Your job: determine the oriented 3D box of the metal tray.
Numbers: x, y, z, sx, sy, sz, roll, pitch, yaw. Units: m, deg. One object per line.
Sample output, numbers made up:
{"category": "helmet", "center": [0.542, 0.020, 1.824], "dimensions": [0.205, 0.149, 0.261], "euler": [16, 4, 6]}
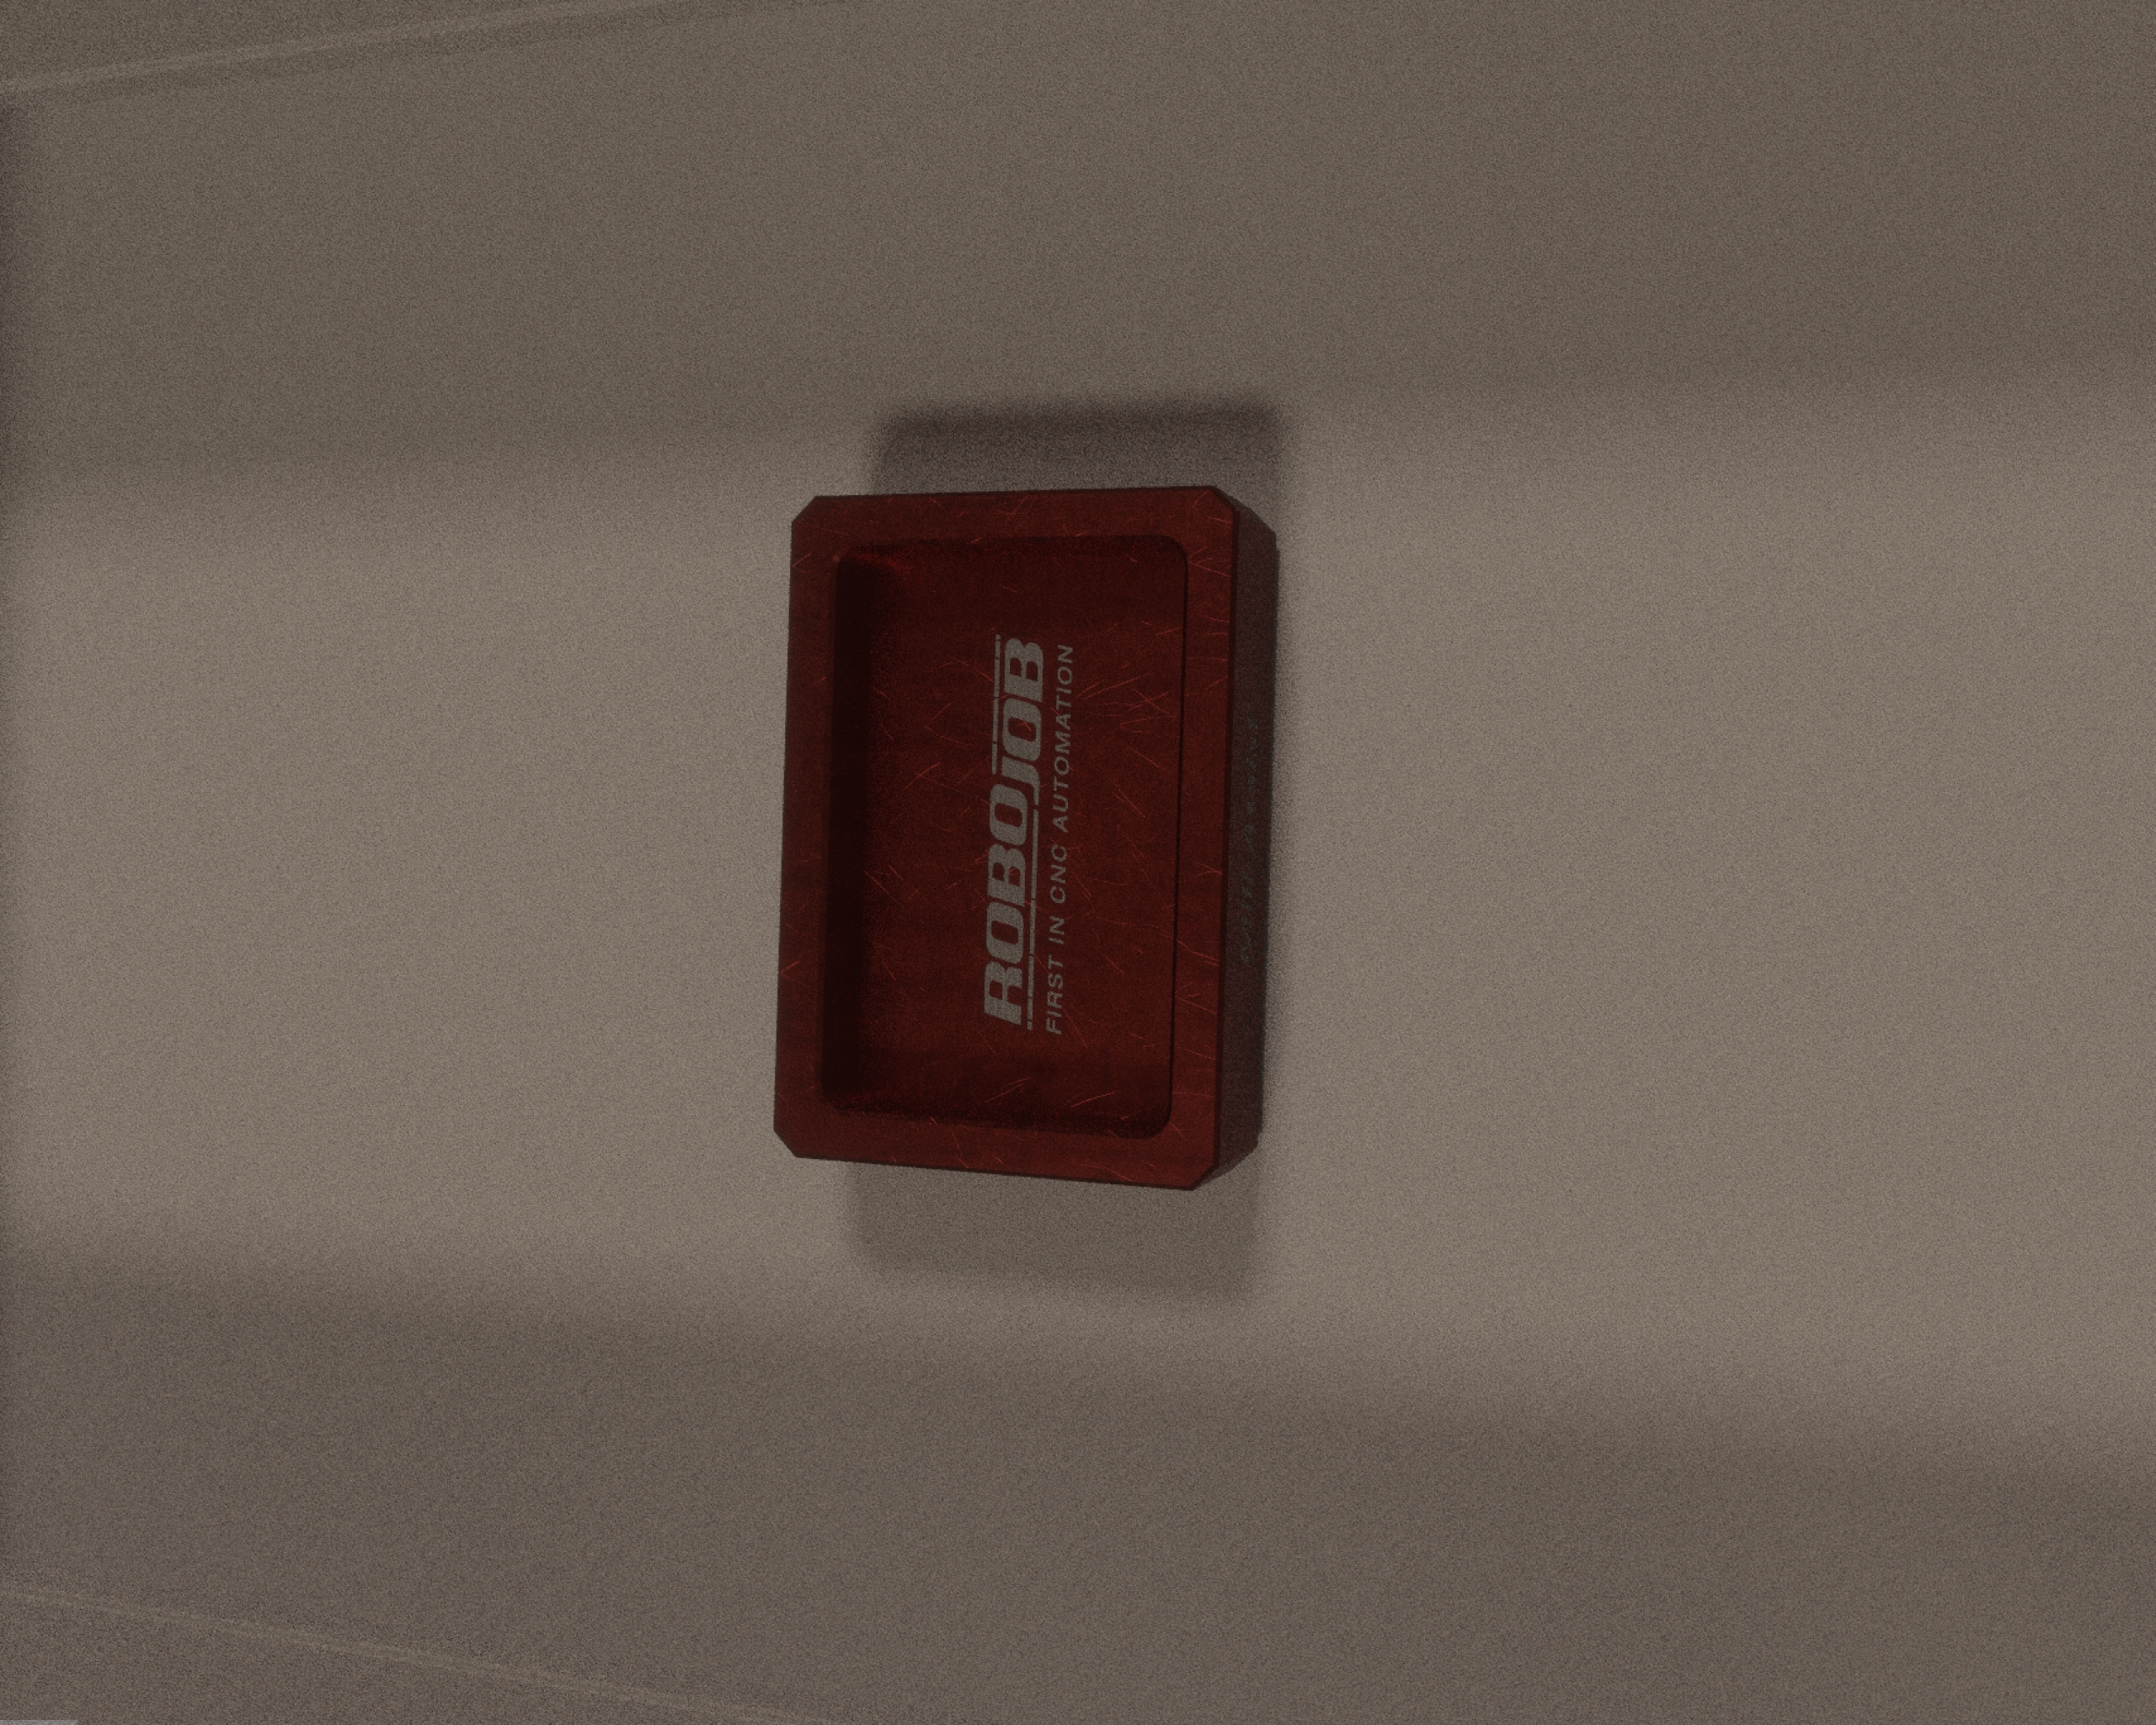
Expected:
{"category": "metal tray", "center": [-0.010, -0.006, 0.407], "dimensions": [0.090, 0.030, 0.129], "euler": [2, 90, 19]}
